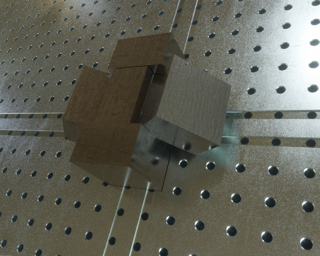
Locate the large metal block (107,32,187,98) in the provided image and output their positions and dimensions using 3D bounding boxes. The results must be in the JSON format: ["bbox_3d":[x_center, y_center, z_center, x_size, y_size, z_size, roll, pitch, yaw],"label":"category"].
[{"bbox_3d":[-0.010,-0.079,0.424,0.080,0.080,0.050,1,63,28],"label":"large metal block"}]

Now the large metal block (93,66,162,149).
[{"bbox_3d":[-0.030,-0.021,0.399,0.050,0.080,0.080,1,62,28],"label":"large metal block"}]

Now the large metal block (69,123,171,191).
[{"bbox_3d":[-0.045,0.035,0.372,0.080,0.080,0.050,1,63,28],"label":"large metal block"}]

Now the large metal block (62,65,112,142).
[{"bbox_3d":[-0.094,-0.025,0.428,0.050,0.080,0.080,18,66,-7],"label":"large metal block"}]

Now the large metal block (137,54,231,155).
[{"bbox_3d":[0.030,-0.024,0.360,0.050,0.080,0.080,-32,38,58],"label":"large metal block"}]
